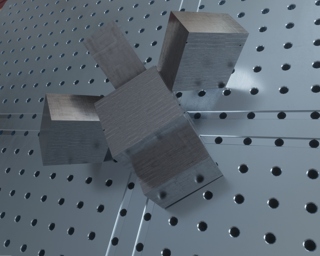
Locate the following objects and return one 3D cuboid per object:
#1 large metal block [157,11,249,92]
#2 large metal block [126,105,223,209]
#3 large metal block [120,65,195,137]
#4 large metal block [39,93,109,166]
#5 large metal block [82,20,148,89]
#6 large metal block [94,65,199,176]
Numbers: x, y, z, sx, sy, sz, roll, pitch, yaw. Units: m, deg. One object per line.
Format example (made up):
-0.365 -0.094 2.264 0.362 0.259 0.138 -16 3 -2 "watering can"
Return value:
0.050 -0.094 0.385 0.081 0.080 0.050 -7 47 -24 "large metal block"
0.014 0.034 0.364 0.080 0.050 0.080 -31 50 7 "large metal block"
-0.013 -0.023 0.415 0.080 0.050 0.080 -33 51 6 "large metal block"
-0.111 0.003 0.411 0.050 0.081 0.080 62 140 39 "large metal block"
-0.059 -0.104 0.449 0.050 0.080 0.080 -33 12 7 "large metal block"
-0.016 -0.008 0.341 0.080 0.050 0.080 -32 52 6 "large metal block"
